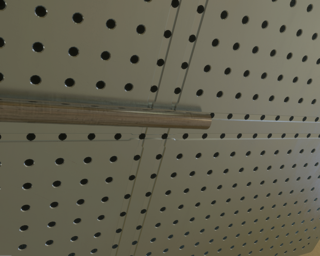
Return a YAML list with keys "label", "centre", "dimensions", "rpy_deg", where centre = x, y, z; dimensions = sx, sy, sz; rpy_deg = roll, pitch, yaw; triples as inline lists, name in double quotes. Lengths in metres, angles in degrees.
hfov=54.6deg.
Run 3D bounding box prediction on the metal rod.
- label: "metal rod"
  centre: [-0.066, -0.015, 0.365]
  dimensions: [0.302, 0.025, 0.025]
  rpy_deg: [2, 117, -30]
